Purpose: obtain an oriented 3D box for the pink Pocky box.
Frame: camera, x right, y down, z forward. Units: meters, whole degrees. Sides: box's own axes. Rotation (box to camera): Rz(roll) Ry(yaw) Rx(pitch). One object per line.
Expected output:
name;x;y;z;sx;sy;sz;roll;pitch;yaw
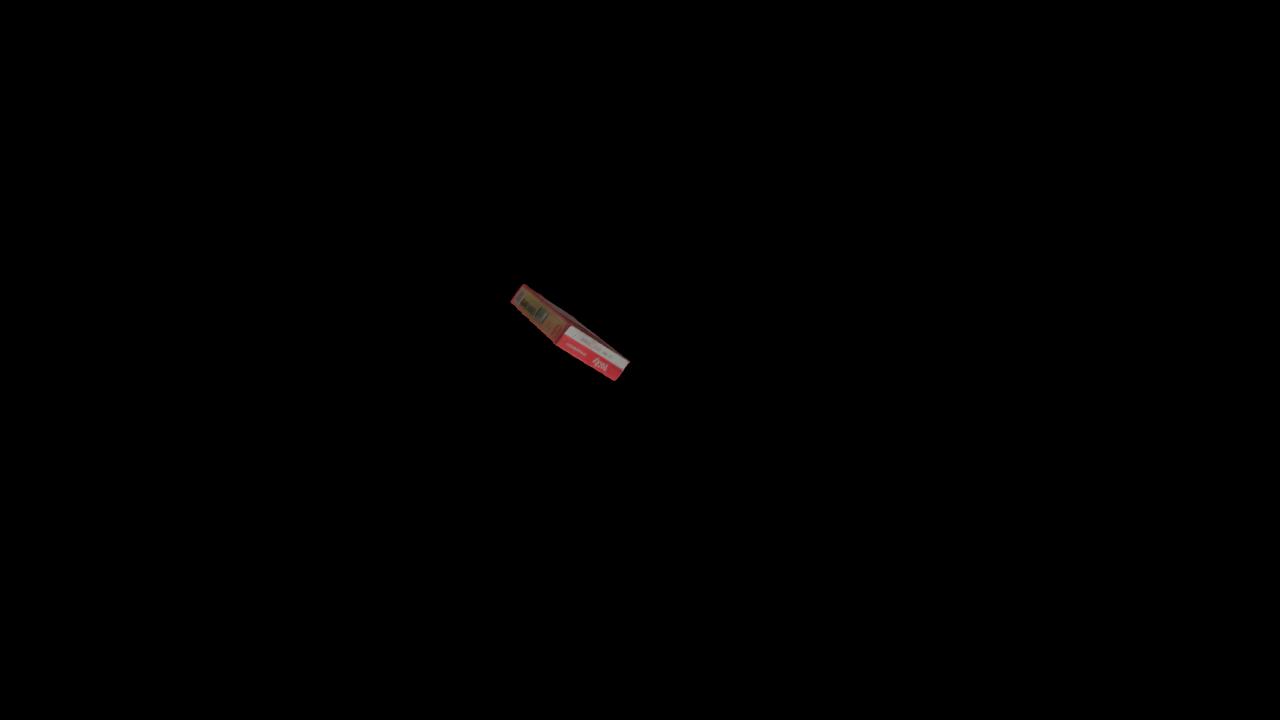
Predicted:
pink Pocky box;-0.080;-0.032;0.667;0.084;0.029;0.155;34;2;-36
